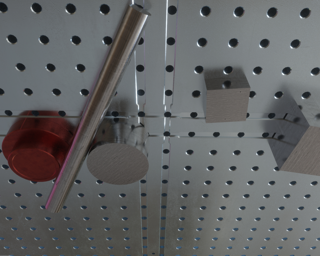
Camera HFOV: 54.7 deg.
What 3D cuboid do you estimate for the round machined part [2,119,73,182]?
[{"bbox_3d":[-0.168,0.038,0.430,0.099,0.042,0.097,-1,130,0],"label":"round machined part"}]

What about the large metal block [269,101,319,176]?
[{"bbox_3d":[0.207,0.017,0.413,0.081,0.050,0.079,9,130,-8],"label":"large metal block"}]

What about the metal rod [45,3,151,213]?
[{"bbox_3d":[-0.086,-0.003,0.378,0.025,0.025,0.298,21,118,-17],"label":"metal rod"}]

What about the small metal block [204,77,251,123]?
[{"bbox_3d":[0.081,-0.034,0.384,0.050,0.025,0.050,-3,130,2],"label":"small metal block"}]

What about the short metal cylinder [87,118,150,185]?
[{"bbox_3d":[-0.055,0.032,0.422,0.081,0.050,0.079,-1,130,0],"label":"short metal cylinder"}]
